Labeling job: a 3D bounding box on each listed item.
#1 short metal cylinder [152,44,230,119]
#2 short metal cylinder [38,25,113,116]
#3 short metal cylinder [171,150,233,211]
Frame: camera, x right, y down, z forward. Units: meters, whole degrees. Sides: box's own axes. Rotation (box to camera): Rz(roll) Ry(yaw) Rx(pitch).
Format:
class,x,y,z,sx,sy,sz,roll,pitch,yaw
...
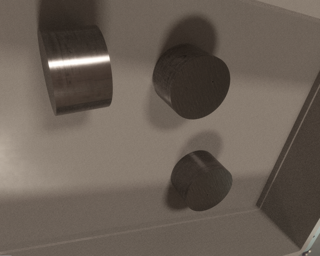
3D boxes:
class,x,y,z,sx,sy,sz,roll,pitch,yaw
short metal cylinder,0.038,-0.057,0.379,0.081,0.050,0.079,-14,125,-21
short metal cylinder,-0.082,-0.055,0.295,0.050,0.080,0.079,-12,124,-22
short metal cylinder,0.064,0.081,0.480,0.081,0.050,0.079,-14,125,-21
